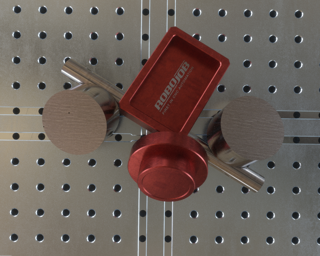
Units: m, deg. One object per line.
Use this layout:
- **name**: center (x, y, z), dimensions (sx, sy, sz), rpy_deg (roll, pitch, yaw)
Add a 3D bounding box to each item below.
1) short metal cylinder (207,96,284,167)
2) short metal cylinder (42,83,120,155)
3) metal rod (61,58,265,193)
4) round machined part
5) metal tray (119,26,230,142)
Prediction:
- **short metal cylinder**: center (0.105, 0.006, 0.390), dimensions (0.081, 0.050, 0.080), rpy_deg (3, 73, -10)
- **short metal cylinder**: center (-0.097, -0.013, 0.388), dimensions (0.080, 0.050, 0.079), rpy_deg (3, 107, 9)
- **metal rod**: center (0.004, -0.003, 0.413), dimensions (0.301, 0.025, 0.025), rpy_deg (32, 90, 0)
- **round machined part**: center (0.009, 0.054, 0.378), dimensions (0.099, 0.042, 0.097), rpy_deg (4, 133, 4)
- **metal tray**: center (0.019, -0.054, 0.396), dimensions (0.090, 0.030, 0.130), rpy_deg (32, 77, 0)
